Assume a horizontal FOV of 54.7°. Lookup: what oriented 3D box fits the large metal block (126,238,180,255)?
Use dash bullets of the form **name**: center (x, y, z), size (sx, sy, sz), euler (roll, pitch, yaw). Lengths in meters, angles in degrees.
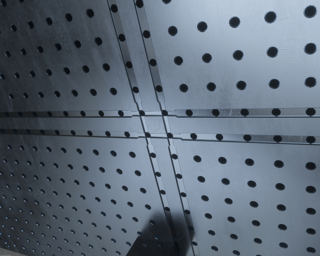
- **large metal block**: center (-0.018, 0.243, 0.533), size (0.080, 0.080, 0.050), euler (-5, 116, 30)
